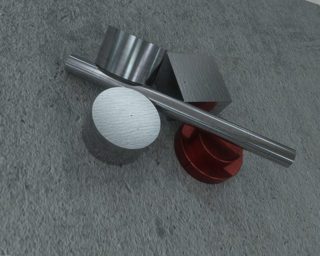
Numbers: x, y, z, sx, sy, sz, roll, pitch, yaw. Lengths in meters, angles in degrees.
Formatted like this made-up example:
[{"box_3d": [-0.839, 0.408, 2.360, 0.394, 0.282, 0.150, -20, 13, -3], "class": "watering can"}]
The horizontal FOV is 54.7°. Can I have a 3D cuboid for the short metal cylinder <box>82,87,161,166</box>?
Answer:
[{"box_3d": [-0.046, -0.001, 0.366, 0.081, 0.050, 0.080, 14, 56, -21], "class": "short metal cylinder"}]

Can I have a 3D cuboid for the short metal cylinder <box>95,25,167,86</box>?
[{"box_3d": [-0.037, -0.094, 0.402, 0.080, 0.050, 0.080, 22, 14, -6], "class": "short metal cylinder"}]

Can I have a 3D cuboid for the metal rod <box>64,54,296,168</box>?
[{"box_3d": [0.023, -0.023, 0.388, 0.301, 0.025, 0.025, 24, 52, 3], "class": "metal rod"}]

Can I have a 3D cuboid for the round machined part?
[{"box_3d": [0.072, 0.023, 0.418, 0.099, 0.042, 0.098, 14, 56, -21], "class": "round machined part"}]

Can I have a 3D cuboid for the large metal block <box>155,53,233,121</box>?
[{"box_3d": [0.045, -0.058, 0.446, 0.081, 0.050, 0.080, -3, 63, -30], "class": "large metal block"}]
